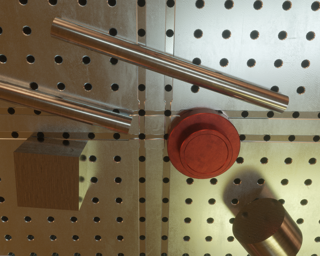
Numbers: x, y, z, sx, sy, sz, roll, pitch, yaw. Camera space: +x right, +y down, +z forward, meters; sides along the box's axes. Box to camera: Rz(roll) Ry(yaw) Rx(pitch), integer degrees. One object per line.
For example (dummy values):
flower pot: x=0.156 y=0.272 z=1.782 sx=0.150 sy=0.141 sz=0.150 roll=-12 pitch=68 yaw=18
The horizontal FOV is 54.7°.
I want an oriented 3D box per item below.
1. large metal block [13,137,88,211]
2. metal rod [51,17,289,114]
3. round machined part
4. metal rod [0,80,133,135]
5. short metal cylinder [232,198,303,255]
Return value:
large metal block: x=-0.145 y=0.061 z=0.421 sx=0.081 sy=0.050 sz=0.079 roll=5 pitch=110 yaw=-2
metal rod: x=0.018 y=-0.075 z=0.385 sx=0.302 sy=0.025 sz=0.025 roll=17 pitch=109 yaw=-7
round machined part: x=0.059 y=0.026 z=0.415 sx=0.099 sy=0.042 sz=0.097 roll=0 pitch=110 yaw=-1
metal rod: x=-0.184 y=-0.043 z=0.394 sx=0.302 sy=0.025 sz=0.025 roll=15 pitch=109 yaw=-6
short metal cylinder: x=0.151 y=0.147 z=0.441 sx=0.080 sy=0.080 sz=0.050 roll=-35 pitch=107 yaw=12
